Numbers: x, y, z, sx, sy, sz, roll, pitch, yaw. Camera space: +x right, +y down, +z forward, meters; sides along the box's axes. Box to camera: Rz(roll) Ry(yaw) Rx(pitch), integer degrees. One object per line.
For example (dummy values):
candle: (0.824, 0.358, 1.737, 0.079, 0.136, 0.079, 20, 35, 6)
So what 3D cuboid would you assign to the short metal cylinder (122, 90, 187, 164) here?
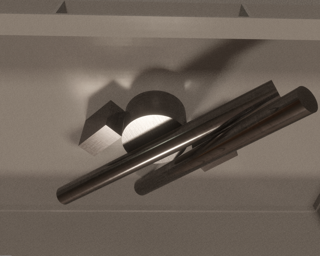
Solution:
short metal cylinder: (-0.006, -0.001, 0.392, 0.081, 0.050, 0.079, 0, 130, 0)

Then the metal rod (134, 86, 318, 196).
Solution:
metal rod: (0.046, 0.035, 0.370, 0.025, 0.025, 0.299, 25, 145, -21)

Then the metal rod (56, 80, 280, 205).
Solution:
metal rod: (-0.006, 0.027, 0.366, 0.300, 0.025, 0.025, -27, 125, 21)

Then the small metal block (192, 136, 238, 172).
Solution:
small metal block: (0.071, 0.023, 0.413, 0.050, 0.050, 0.025, -31, 124, 23)

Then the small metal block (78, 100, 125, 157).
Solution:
small metal block: (-0.073, 0.000, 0.392, 0.050, 0.050, 0.025, -34, 122, 25)
